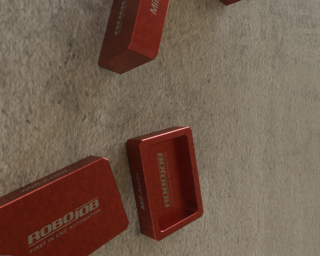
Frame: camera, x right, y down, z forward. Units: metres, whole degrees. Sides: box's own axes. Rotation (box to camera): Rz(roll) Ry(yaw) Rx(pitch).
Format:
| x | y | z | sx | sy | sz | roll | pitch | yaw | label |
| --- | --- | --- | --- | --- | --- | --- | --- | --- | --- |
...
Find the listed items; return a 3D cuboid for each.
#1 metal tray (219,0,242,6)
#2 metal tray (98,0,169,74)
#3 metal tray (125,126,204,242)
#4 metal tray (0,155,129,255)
| x | y | z | sx | sy | sz | roll | pitch | yaw | label |
| --- | --- | --- | --- | --- | --- | --- | --- | --- | --- |
| 0.100 | -0.274 | 0.486 | 0.091 | 0.030 | 0.129 | 15 | 80 | -39 | metal tray |
| -0.025 | -0.131 | 0.339 | 0.030 | 0.090 | 0.129 | 17 | 79 | -29 | metal tray |
| 0.009 | 0.069 | 0.411 | 0.091 | 0.030 | 0.129 | -15 | 100 | -39 | metal tray |
| -0.102 | 0.094 | 0.317 | 0.131 | 0.030 | 0.089 | -26 | 106 | -37 | metal tray |
